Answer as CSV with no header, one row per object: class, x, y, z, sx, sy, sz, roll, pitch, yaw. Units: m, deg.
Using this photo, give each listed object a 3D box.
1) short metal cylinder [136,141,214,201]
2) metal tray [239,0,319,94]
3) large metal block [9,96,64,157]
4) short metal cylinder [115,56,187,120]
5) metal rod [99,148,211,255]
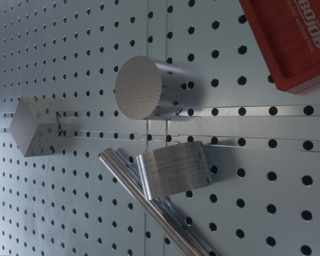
short metal cylinder,0.017,0.050,0.360,0.080,0.081,0.050,-22,76,38
metal tray,0.135,-0.109,0.294,0.090,0.030,0.129,-28,73,36
large metal block,-0.236,-0.002,0.588,0.080,0.050,0.080,47,118,30
short metal cylinder,-0.013,-0.050,0.404,0.080,0.050,0.079,0,90,40
metal rod,0.013,0.126,0.398,0.300,0.025,0.025,42,115,32
